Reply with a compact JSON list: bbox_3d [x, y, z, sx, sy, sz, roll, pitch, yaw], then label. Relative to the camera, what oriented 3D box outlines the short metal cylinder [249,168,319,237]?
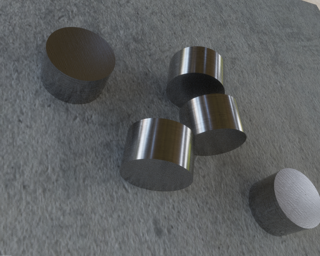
[{"bbox_3d":[0.169,0.101,0.420,0.081,0.050,0.080,14,56,-21],"label":"short metal cylinder"}]

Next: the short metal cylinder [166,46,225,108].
[{"bbox_3d":[0.051,-0.068,0.440,0.081,0.080,0.050,20,54,-17],"label":"short metal cylinder"}]

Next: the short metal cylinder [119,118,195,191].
[{"bbox_3d":[-0.001,0.032,0.350,0.080,0.080,0.050,20,54,-17],"label":"short metal cylinder"}]

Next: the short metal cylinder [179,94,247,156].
[{"bbox_3d":[0.068,-0.002,0.408,0.081,0.080,0.050,8,59,-25],"label":"short metal cylinder"}]

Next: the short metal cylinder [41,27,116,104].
[{"bbox_3d":[-0.101,-0.076,0.381,0.081,0.050,0.080,14,56,-21],"label":"short metal cylinder"}]
